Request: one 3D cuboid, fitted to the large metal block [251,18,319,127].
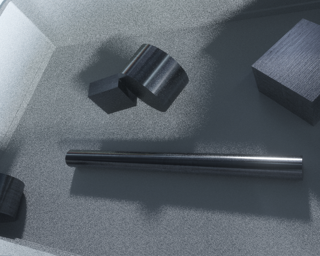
[{"bbox_3d":[0.164,-0.063,0.342,0.080,0.050,0.080,-43,51,-2],"label":"large metal block"}]

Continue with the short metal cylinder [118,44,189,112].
[{"bbox_3d":[-0.009,-0.066,0.414,0.080,0.080,0.050,30,78,37],"label":"short metal cylinder"}]

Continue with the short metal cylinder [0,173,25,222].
[{"bbox_3d":[-0.239,0.098,0.433,0.080,0.080,0.050,-11,58,22],"label":"short metal cylinder"}]

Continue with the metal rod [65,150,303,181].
[{"bbox_3d":[0.008,0.041,0.375,0.300,0.025,0.025,-1,61,27],"label":"metal rod"}]

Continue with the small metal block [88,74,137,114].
[{"bbox_3d":[-0.068,-0.049,0.453,0.050,0.050,0.025,-15,56,22],"label":"small metal block"}]
